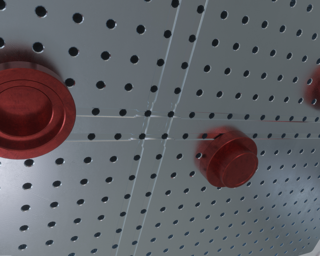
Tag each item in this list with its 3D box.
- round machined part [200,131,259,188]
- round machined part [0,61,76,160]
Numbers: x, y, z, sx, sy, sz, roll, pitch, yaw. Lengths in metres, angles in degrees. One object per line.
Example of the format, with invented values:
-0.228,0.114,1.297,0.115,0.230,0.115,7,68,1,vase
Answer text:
0.118,0.057,0.499,0.099,0.042,0.097,-14,124,-21,round machined part
-0.139,-0.020,0.312,0.099,0.042,0.097,-14,124,-21,round machined part
